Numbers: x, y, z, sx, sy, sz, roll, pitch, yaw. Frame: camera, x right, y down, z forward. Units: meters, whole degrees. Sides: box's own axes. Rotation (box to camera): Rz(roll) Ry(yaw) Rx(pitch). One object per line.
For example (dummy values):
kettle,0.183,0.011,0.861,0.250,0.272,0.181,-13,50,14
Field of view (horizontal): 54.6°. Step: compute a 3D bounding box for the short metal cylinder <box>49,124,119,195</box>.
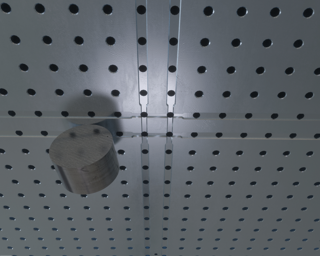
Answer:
short metal cylinder,-0.098,0.040,0.408,0.080,0.080,0.050,-4,130,3
